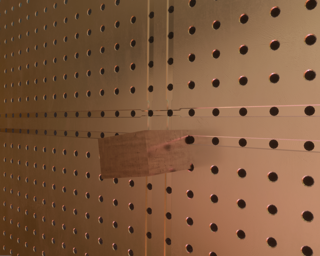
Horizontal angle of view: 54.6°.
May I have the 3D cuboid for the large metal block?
[{"bbox_3d":[-0.018,0.032,0.390,0.080,0.081,0.050,-11,83,39],"label":"large metal block"}]
